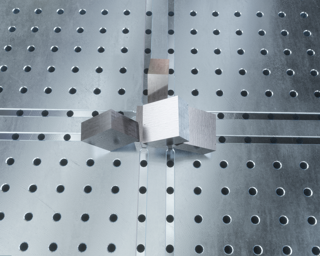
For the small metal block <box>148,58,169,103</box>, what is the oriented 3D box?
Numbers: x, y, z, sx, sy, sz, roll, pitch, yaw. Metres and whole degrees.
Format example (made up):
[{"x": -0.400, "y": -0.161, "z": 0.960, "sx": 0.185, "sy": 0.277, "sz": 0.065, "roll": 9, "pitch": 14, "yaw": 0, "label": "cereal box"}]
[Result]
[{"x": -0.002, "y": -0.058, "z": 0.409, "sx": 0.025, "sy": 0.050, "sz": 0.050, "roll": 3, "pitch": 34, "yaw": 2, "label": "small metal block"}]

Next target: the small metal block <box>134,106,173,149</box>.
[{"x": -0.006, "y": -0.001, "z": 0.412, "sx": 0.050, "sy": 0.025, "sz": 0.050, "roll": 2, "pitch": 70, "yaw": 1, "label": "small metal block"}]

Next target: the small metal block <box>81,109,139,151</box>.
[{"x": -0.062, "y": 0.004, "z": 0.386, "sx": 0.050, "sy": 0.050, "sz": 0.025, "roll": -21, "pitch": 61, "yaw": 29, "label": "small metal block"}]

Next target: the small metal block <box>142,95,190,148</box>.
[{"x": 0.007, "y": -0.006, "z": 0.375, "sx": 0.050, "sy": 0.025, "sz": 0.050, "roll": -13, "pitch": 66, "yaw": 30, "label": "small metal block"}]

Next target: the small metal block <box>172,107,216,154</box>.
[{"x": 0.045, "y": 0.003, "z": 0.399, "sx": 0.050, "sy": 0.025, "sz": 0.050, "roll": 14, "pitch": 67, "yaw": -28, "label": "small metal block"}]
